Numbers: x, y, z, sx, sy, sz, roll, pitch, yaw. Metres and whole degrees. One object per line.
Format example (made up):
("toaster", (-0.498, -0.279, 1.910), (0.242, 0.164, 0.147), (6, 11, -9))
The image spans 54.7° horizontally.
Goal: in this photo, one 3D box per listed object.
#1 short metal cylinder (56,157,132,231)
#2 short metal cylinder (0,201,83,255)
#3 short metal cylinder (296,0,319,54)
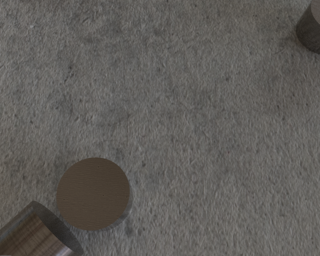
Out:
("short metal cylinder", (-0.074, 0.080, 0.365), (0.081, 0.050, 0.080), (0, 70, 0))
("short metal cylinder", (-0.129, 0.125, 0.332), (0.080, 0.080, 0.050), (43, 75, 13))
("short metal cylinder", (0.251, -0.155, 0.455), (0.081, 0.050, 0.080), (0, 70, 0))
